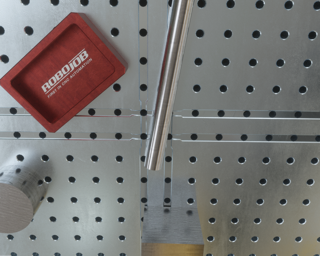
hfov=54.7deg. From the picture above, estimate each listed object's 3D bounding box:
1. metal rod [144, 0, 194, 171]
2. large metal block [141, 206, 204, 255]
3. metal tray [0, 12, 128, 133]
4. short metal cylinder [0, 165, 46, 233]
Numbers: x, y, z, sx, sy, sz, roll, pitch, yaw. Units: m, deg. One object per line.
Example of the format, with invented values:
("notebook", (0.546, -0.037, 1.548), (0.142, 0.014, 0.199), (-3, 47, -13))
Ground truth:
("metal rod", (0.015, -0.085, 0.382), (0.025, 0.025, 0.298), (9, 110, -4))
("large metal block", (0.016, 0.157, 0.442), (0.081, 0.080, 0.050), (2, 110, -1))
("metal tray", (-0.117, -0.067, 0.384), (0.130, 0.030, 0.090), (-38, 106, 12))
("short metal cylinder", (-0.209, 0.099, 0.434), (0.081, 0.050, 0.079), (0, 110, 0))
